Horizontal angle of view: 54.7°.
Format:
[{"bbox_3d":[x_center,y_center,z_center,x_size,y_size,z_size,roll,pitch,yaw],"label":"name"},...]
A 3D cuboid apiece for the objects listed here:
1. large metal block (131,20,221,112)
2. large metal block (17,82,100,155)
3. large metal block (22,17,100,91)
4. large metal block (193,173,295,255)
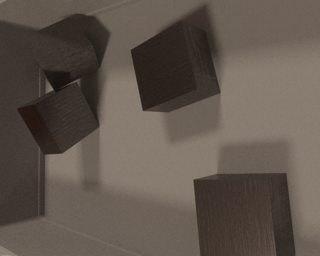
[{"bbox_3d":[0.017,-0.069,0.375,0.080,0.050,0.080,-19,78,38],"label":"large metal block"},{"bbox_3d":[-0.153,-0.015,0.476,0.050,0.080,0.080,-7,115,39],"label":"large metal block"},{"bbox_3d":[-0.154,-0.118,0.487,0.080,0.080,0.050,51,163,28],"label":"large metal block"},{"bbox_3d":[0.086,0.090,0.319,0.080,0.050,0.080,-8,85,39],"label":"large metal block"}]
